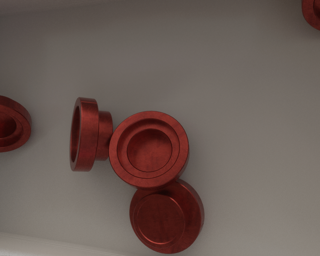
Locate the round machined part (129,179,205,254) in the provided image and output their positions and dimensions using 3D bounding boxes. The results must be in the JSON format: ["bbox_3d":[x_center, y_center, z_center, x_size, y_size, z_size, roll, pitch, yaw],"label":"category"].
[{"bbox_3d":[0.005,0.114,0.399,0.098,0.042,0.097,0,90,19],"label":"round machined part"}]

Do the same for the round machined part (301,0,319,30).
[{"bbox_3d":[0.195,-0.145,0.310,0.098,0.098,0.042,-1,62,19],"label":"round machined part"}]

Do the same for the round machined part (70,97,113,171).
[{"bbox_3d":[-0.092,0.009,0.414,0.042,0.098,0.097,5,92,-23],"label":"round machined part"}]

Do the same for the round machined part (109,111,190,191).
[{"bbox_3d":[-0.011,0.031,0.392,0.099,0.042,0.098,-3,68,7],"label":"round machined part"}]

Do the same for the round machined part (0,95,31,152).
[{"bbox_3d":[-0.247,-0.011,0.467,0.098,0.098,0.042,-36,43,16],"label":"round machined part"}]
